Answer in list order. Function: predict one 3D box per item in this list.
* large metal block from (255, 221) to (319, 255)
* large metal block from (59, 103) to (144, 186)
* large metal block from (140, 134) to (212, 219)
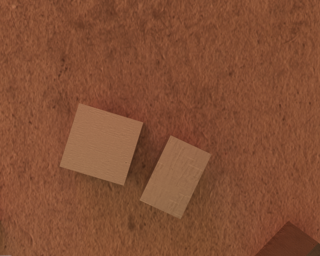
[{"bbox_3d":[0.167,0.173,0.385,0.050,0.080,0.080,44,90,-1],"label":"large metal block"},{"bbox_3d":[-0.070,0.020,0.397,0.080,0.050,0.080,17,90,-1],"label":"large metal block"},{"bbox_3d":[0.017,0.054,0.383,0.050,0.080,0.080,25,90,-1],"label":"large metal block"}]
